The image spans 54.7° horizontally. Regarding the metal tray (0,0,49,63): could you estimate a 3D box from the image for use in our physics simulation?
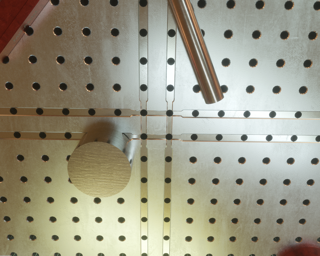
[{"bbox_3d":[-0.192,-0.148,0.354,0.090,0.030,0.130,41,105,-14],"label":"metal tray"}]

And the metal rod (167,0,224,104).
[{"bbox_3d":[0.014,-0.166,0.352,0.025,0.025,0.299,-21,109,7],"label":"metal rod"}]

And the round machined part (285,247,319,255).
[{"bbox_3d":[0.240,0.245,0.497,0.099,0.042,0.097,0,110,0],"label":"round machined part"}]

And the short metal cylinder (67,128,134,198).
[{"bbox_3d":[-0.077,0.045,0.416,0.081,0.050,0.079,0,110,0],"label":"short metal cylinder"}]
